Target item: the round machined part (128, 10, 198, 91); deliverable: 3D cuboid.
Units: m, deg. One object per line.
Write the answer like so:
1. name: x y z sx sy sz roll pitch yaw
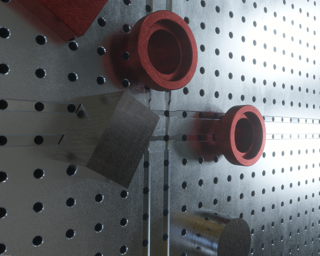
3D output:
1. round machined part: 0.000 -0.096 0.397 0.099 0.042 0.097 0 90 -40

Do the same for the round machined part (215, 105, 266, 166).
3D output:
1. round machined part: 0.128 0.012 0.505 0.099 0.042 0.097 0 90 -40

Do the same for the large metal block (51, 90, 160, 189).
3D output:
1. large metal block: -0.058 0.011 0.325 0.050 0.080 0.080 37 67 -34

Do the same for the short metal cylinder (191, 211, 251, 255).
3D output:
1. short metal cylinder: 0.094 0.171 0.472 0.081 0.050 0.080 0 90 -40

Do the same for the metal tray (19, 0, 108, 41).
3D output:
1. metal tray: -0.092 -0.171 0.328 0.090 0.030 0.130 41 65 -33
